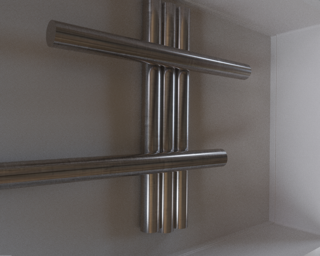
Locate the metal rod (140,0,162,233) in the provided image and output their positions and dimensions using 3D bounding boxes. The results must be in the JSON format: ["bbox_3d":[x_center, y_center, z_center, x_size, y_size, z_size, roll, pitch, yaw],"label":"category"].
[{"bbox_3d":[-0.011,-0.019,0.396,0.025,0.025,0.298,1,90,-40],"label":"metal rod"}]

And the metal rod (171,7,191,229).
[{"bbox_3d":[0.028,-0.014,0.427,0.025,0.025,0.298,1,89,-40],"label":"metal rod"}]

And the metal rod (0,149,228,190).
[{"bbox_3d":[-0.043,0.042,0.346,0.303,0.025,0.025,-1,91,-33],"label":"metal rod"}]

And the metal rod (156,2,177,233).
[{"bbox_3d":[0.008,-0.014,0.412,0.025,0.025,0.298,1,89,-40],"label":"metal rod"}]

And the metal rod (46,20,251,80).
[{"bbox_3d":[0.015,-0.087,0.384,0.302,0.025,0.025,0,90,-40],"label":"metal rod"}]
